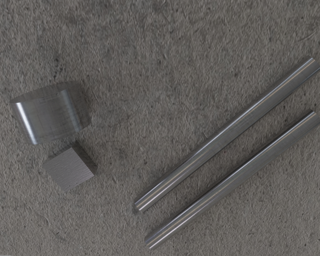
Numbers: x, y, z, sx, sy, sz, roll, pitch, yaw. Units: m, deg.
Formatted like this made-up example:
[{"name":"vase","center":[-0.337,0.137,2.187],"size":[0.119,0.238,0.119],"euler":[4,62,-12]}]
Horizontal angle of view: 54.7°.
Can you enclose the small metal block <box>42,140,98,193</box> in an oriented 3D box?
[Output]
[{"name":"small metal block","center":[-0.124,0.053,0.428],"size":[0.050,0.025,0.050],"euler":[-31,108,10]}]

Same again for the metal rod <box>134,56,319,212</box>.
[{"name":"metal rod","center":[0.081,0.016,0.416],"size":[0.300,0.025,0.025],"euler":[-41,105,13]}]

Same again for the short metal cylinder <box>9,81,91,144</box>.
[{"name":"short metal cylinder","center":[-0.129,-0.021,0.372],"size":[0.080,0.080,0.050],"euler":[-13,110,4]}]

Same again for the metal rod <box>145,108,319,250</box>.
[{"name":"metal rod","center":[0.095,0.080,0.440],"size":[0.300,0.025,0.025],"euler":[-41,105,13]}]
